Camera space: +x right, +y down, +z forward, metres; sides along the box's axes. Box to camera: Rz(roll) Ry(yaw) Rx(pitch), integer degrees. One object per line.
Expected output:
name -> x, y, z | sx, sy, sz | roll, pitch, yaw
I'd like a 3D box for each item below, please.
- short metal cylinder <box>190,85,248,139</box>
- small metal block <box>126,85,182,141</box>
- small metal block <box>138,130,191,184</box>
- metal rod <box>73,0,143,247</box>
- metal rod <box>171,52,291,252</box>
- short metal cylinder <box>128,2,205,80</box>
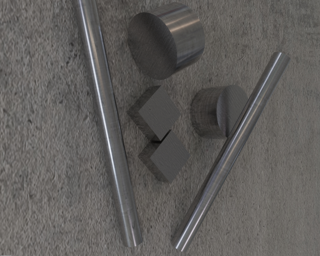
short metal cylinder -> 0.092, -0.023, 0.465 | 0.081, 0.050, 0.079 | 0, 90, -40
small metal block -> -0.007, -0.019, 0.399 | 0.050, 0.025, 0.050 | -52, 120, -27
small metal block -> 0.007, 0.037, 0.411 | 0.050, 0.025, 0.050 | -52, 120, -27
metal rod -> -0.058, -0.007, 0.355 | 0.025, 0.025, 0.298 | -17, 101, -39
metal rod -> 0.097, 0.033, 0.428 | 0.025, 0.025, 0.299 | 28, 90, -37
short metal cylinder -> 0.007, -0.105, 0.374 | 0.050, 0.080, 0.080 | -34, 111, -35
